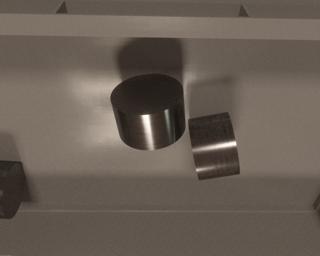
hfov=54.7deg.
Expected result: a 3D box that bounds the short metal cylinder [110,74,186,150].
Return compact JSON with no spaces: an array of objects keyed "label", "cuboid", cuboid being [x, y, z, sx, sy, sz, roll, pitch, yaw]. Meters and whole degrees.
[{"label":"short metal cylinder","cuboid":[-0.012,-0.020,0.356,0.080,0.080,0.050,-5,130,3]}]

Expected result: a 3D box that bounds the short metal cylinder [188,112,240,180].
[{"label":"short metal cylinder","cuboid":[0.068,0.023,0.394,0.050,0.080,0.080,-10,130,8]}]

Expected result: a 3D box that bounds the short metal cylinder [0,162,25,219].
[{"label":"short metal cylinder","cuboid":[-0.235,0.088,0.445,0.050,0.080,0.079,5,130,-4]}]
